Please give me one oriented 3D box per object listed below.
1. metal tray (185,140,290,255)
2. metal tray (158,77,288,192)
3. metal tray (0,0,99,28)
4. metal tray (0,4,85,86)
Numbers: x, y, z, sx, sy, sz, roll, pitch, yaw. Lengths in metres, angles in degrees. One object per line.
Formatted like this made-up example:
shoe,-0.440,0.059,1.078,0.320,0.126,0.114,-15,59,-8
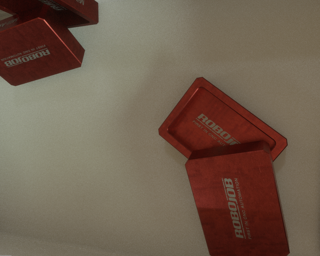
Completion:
metal tray,0.089,0.085,0.354,0.090,0.030,0.129,-11,104,21
metal tray,0.074,0.010,0.381,0.130,0.030,0.090,40,102,15
metal tray,-0.152,-0.166,0.407,0.090,0.130,0.030,-1,90,20
metal tray,-0.187,-0.112,0.438,0.130,0.090,0.030,-12,54,19
